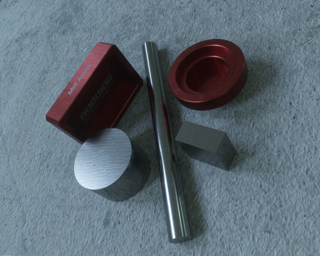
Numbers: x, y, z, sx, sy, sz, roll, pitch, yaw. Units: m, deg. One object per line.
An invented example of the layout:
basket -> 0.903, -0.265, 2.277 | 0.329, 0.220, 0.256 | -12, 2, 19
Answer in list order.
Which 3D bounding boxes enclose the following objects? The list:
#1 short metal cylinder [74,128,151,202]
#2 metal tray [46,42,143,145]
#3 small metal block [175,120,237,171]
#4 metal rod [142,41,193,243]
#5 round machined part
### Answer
short metal cylinder -> -0.059, 0.047, 0.390 | 0.080, 0.050, 0.080 | -13, 56, 20
metal tray -> -0.085, -0.041, 0.432 | 0.030, 0.090, 0.130 | 20, 72, 35
small metal block -> 0.052, 0.020, 0.345 | 0.050, 0.050, 0.025 | 18, 71, 34
metal rod -> 0.003, -0.005, 0.407 | 0.025, 0.025, 0.299 | -20, 54, 16
round machined part -> 0.063, -0.063, 0.399 | 0.098, 0.042, 0.098 | -13, 56, 20
